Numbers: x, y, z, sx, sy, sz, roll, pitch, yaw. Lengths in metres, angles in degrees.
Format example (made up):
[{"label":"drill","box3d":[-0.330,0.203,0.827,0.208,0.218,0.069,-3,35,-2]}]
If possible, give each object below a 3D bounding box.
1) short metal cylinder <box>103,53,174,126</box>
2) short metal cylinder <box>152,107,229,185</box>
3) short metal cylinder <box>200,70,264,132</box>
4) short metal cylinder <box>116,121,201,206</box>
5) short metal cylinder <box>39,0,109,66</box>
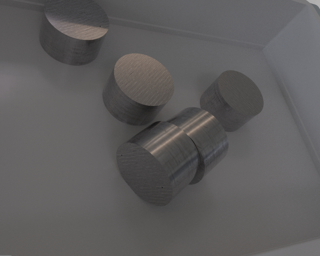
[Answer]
[{"label":"short metal cylinder","box3d":[-0.029,-0.050,0.404,0.081,0.050,0.080,14,56,-21]},{"label":"short metal cylinder","box3d":[0.035,0.021,0.376,0.050,0.080,0.080,-35,81,-38]},{"label":"short metal cylinder","box3d":[0.109,-0.041,0.473,0.081,0.050,0.080,14,56,-21]},{"label":"short metal cylinder","box3d":[-0.002,0.039,0.345,0.080,0.080,0.050,49,51,6]},{"label":"short metal cylinder","box3d":[-0.113,-0.130,0.408,0.081,0.050,0.080,14,56,-21]}]
